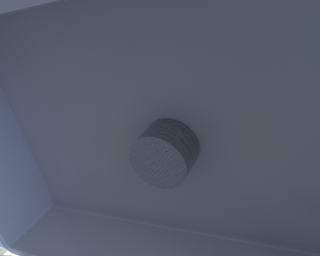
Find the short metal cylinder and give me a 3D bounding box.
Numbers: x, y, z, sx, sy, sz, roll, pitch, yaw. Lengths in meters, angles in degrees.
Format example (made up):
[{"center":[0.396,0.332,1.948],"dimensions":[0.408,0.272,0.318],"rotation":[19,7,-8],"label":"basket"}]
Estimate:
[{"center":[0.007,0.034,0.410],"dimensions":[0.080,0.050,0.080],"rotation":[13,124,21],"label":"short metal cylinder"}]
